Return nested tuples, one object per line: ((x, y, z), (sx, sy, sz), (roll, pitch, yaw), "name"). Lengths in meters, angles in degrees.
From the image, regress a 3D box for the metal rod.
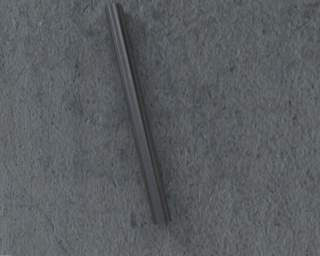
((-0.031, -0.022, 0.418), (0.025, 0.025, 0.298), (-15, 85, 19), "metal rod")
